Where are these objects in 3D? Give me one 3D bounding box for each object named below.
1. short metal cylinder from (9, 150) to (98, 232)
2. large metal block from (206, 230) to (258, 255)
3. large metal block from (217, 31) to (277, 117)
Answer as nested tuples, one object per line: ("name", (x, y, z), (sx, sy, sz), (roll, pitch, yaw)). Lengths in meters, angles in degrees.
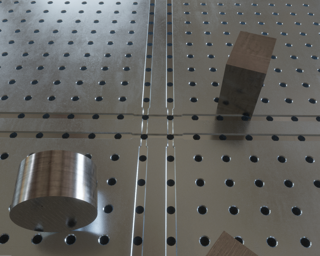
("short metal cylinder", (-0.105, 0.066, 0.315), (0.081, 0.080, 0.050), (-6, 50, -5))
("large metal block", (0.063, 0.152, 0.264), (0.080, 0.050, 0.080), (33, 57, 24))
("large metal block", (0.121, -0.076, 0.436), (0.050, 0.080, 0.080), (17, 52, 14))
